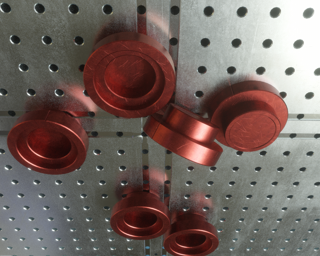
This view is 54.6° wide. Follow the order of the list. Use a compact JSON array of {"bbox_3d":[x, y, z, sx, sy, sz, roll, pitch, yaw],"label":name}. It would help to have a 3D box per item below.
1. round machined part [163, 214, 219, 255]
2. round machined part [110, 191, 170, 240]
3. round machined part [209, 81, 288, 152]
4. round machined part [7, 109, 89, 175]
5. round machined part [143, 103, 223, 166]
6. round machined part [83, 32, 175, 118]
[{"bbox_3d":[0.055,0.194,0.565,0.099,0.042,0.097,0,130,0],"label":"round machined part"},{"bbox_3d":[-0.032,0.144,0.523,0.099,0.042,0.097,0,130,0],"label":"round machined part"},{"bbox_3d":[0.113,-0.008,0.395,0.099,0.042,0.097,0,130,0],"label":"round machined part"},{"bbox_3d":[-0.144,0.014,0.411,0.099,0.042,0.097,0,130,0],"label":"round machined part"},{"bbox_3d":[0.033,0.003,0.374,0.098,0.098,0.042,23,100,-19],"label":"round machined part"},{"bbox_3d":[-0.033,-0.062,0.348,0.099,0.042,0.097,0,130,0],"label":"round machined part"}]
